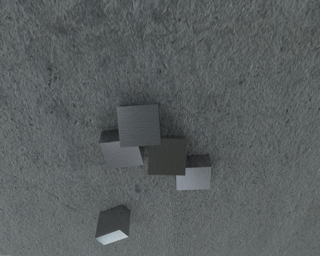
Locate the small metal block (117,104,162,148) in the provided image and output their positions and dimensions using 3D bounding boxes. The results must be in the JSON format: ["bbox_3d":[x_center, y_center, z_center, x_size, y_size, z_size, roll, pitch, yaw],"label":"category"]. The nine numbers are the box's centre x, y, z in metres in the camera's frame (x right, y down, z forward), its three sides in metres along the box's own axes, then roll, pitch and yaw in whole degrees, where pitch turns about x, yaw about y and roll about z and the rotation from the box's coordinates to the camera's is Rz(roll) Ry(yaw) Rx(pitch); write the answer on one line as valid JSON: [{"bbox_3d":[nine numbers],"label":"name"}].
[{"bbox_3d":[-0.025,-0.004,0.388,0.050,0.025,0.050,-4,96,3],"label":"small metal block"}]

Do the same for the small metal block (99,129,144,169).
[{"bbox_3d":[-0.052,0.028,0.430,0.050,0.025,0.050,-7,130,5],"label":"small metal block"}]

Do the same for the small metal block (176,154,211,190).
[{"bbox_3d":[0.049,0.067,0.465,0.050,0.025,0.050,-3,130,2],"label":"small metal block"}]

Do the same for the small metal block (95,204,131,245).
[{"bbox_3d":[-0.080,0.165,0.530,0.050,0.050,0.025,-25,126,19],"label":"small metal block"}]

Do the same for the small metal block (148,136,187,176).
[{"bbox_3d":[0.009,0.037,0.424,0.050,0.025,0.050,2,98,-2],"label":"small metal block"}]
